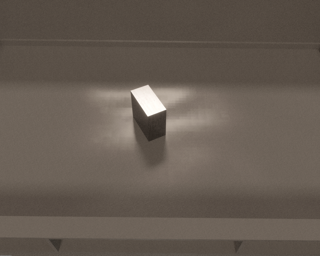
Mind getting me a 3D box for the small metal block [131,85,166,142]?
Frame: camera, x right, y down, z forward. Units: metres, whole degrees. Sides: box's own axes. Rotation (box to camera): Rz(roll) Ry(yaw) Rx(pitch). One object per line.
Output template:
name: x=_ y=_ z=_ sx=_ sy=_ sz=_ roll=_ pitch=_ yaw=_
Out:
small metal block: x=-0.015 y=-0.019 z=0.405 sx=0.025 sy=0.050 sz=0.050 roll=-22 pitch=54 yaw=-17
